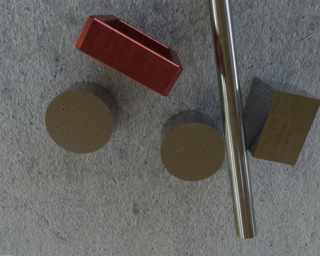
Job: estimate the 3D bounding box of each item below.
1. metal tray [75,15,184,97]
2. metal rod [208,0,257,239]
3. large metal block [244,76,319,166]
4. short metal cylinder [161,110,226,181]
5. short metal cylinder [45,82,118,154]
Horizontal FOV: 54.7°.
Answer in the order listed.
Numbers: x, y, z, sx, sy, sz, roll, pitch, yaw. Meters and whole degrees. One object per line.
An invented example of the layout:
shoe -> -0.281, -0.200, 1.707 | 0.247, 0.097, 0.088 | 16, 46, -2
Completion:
metal tray -> -0.026, -0.081, 0.323 | 0.090, 0.130, 0.030 | 28, 108, -10
metal rod -> 0.087, -0.015, 0.369 | 0.025, 0.025, 0.298 | -8, 97, 3
large metal block -> 0.139, -0.012, 0.377 | 0.050, 0.080, 0.079 | 12, 110, -5
short metal cylinder -> 0.041, 0.022, 0.405 | 0.081, 0.050, 0.079 | 0, 110, 0
short metal cylinder -> -0.096, -0.014, 0.390 | 0.081, 0.050, 0.079 | 0, 110, 0
